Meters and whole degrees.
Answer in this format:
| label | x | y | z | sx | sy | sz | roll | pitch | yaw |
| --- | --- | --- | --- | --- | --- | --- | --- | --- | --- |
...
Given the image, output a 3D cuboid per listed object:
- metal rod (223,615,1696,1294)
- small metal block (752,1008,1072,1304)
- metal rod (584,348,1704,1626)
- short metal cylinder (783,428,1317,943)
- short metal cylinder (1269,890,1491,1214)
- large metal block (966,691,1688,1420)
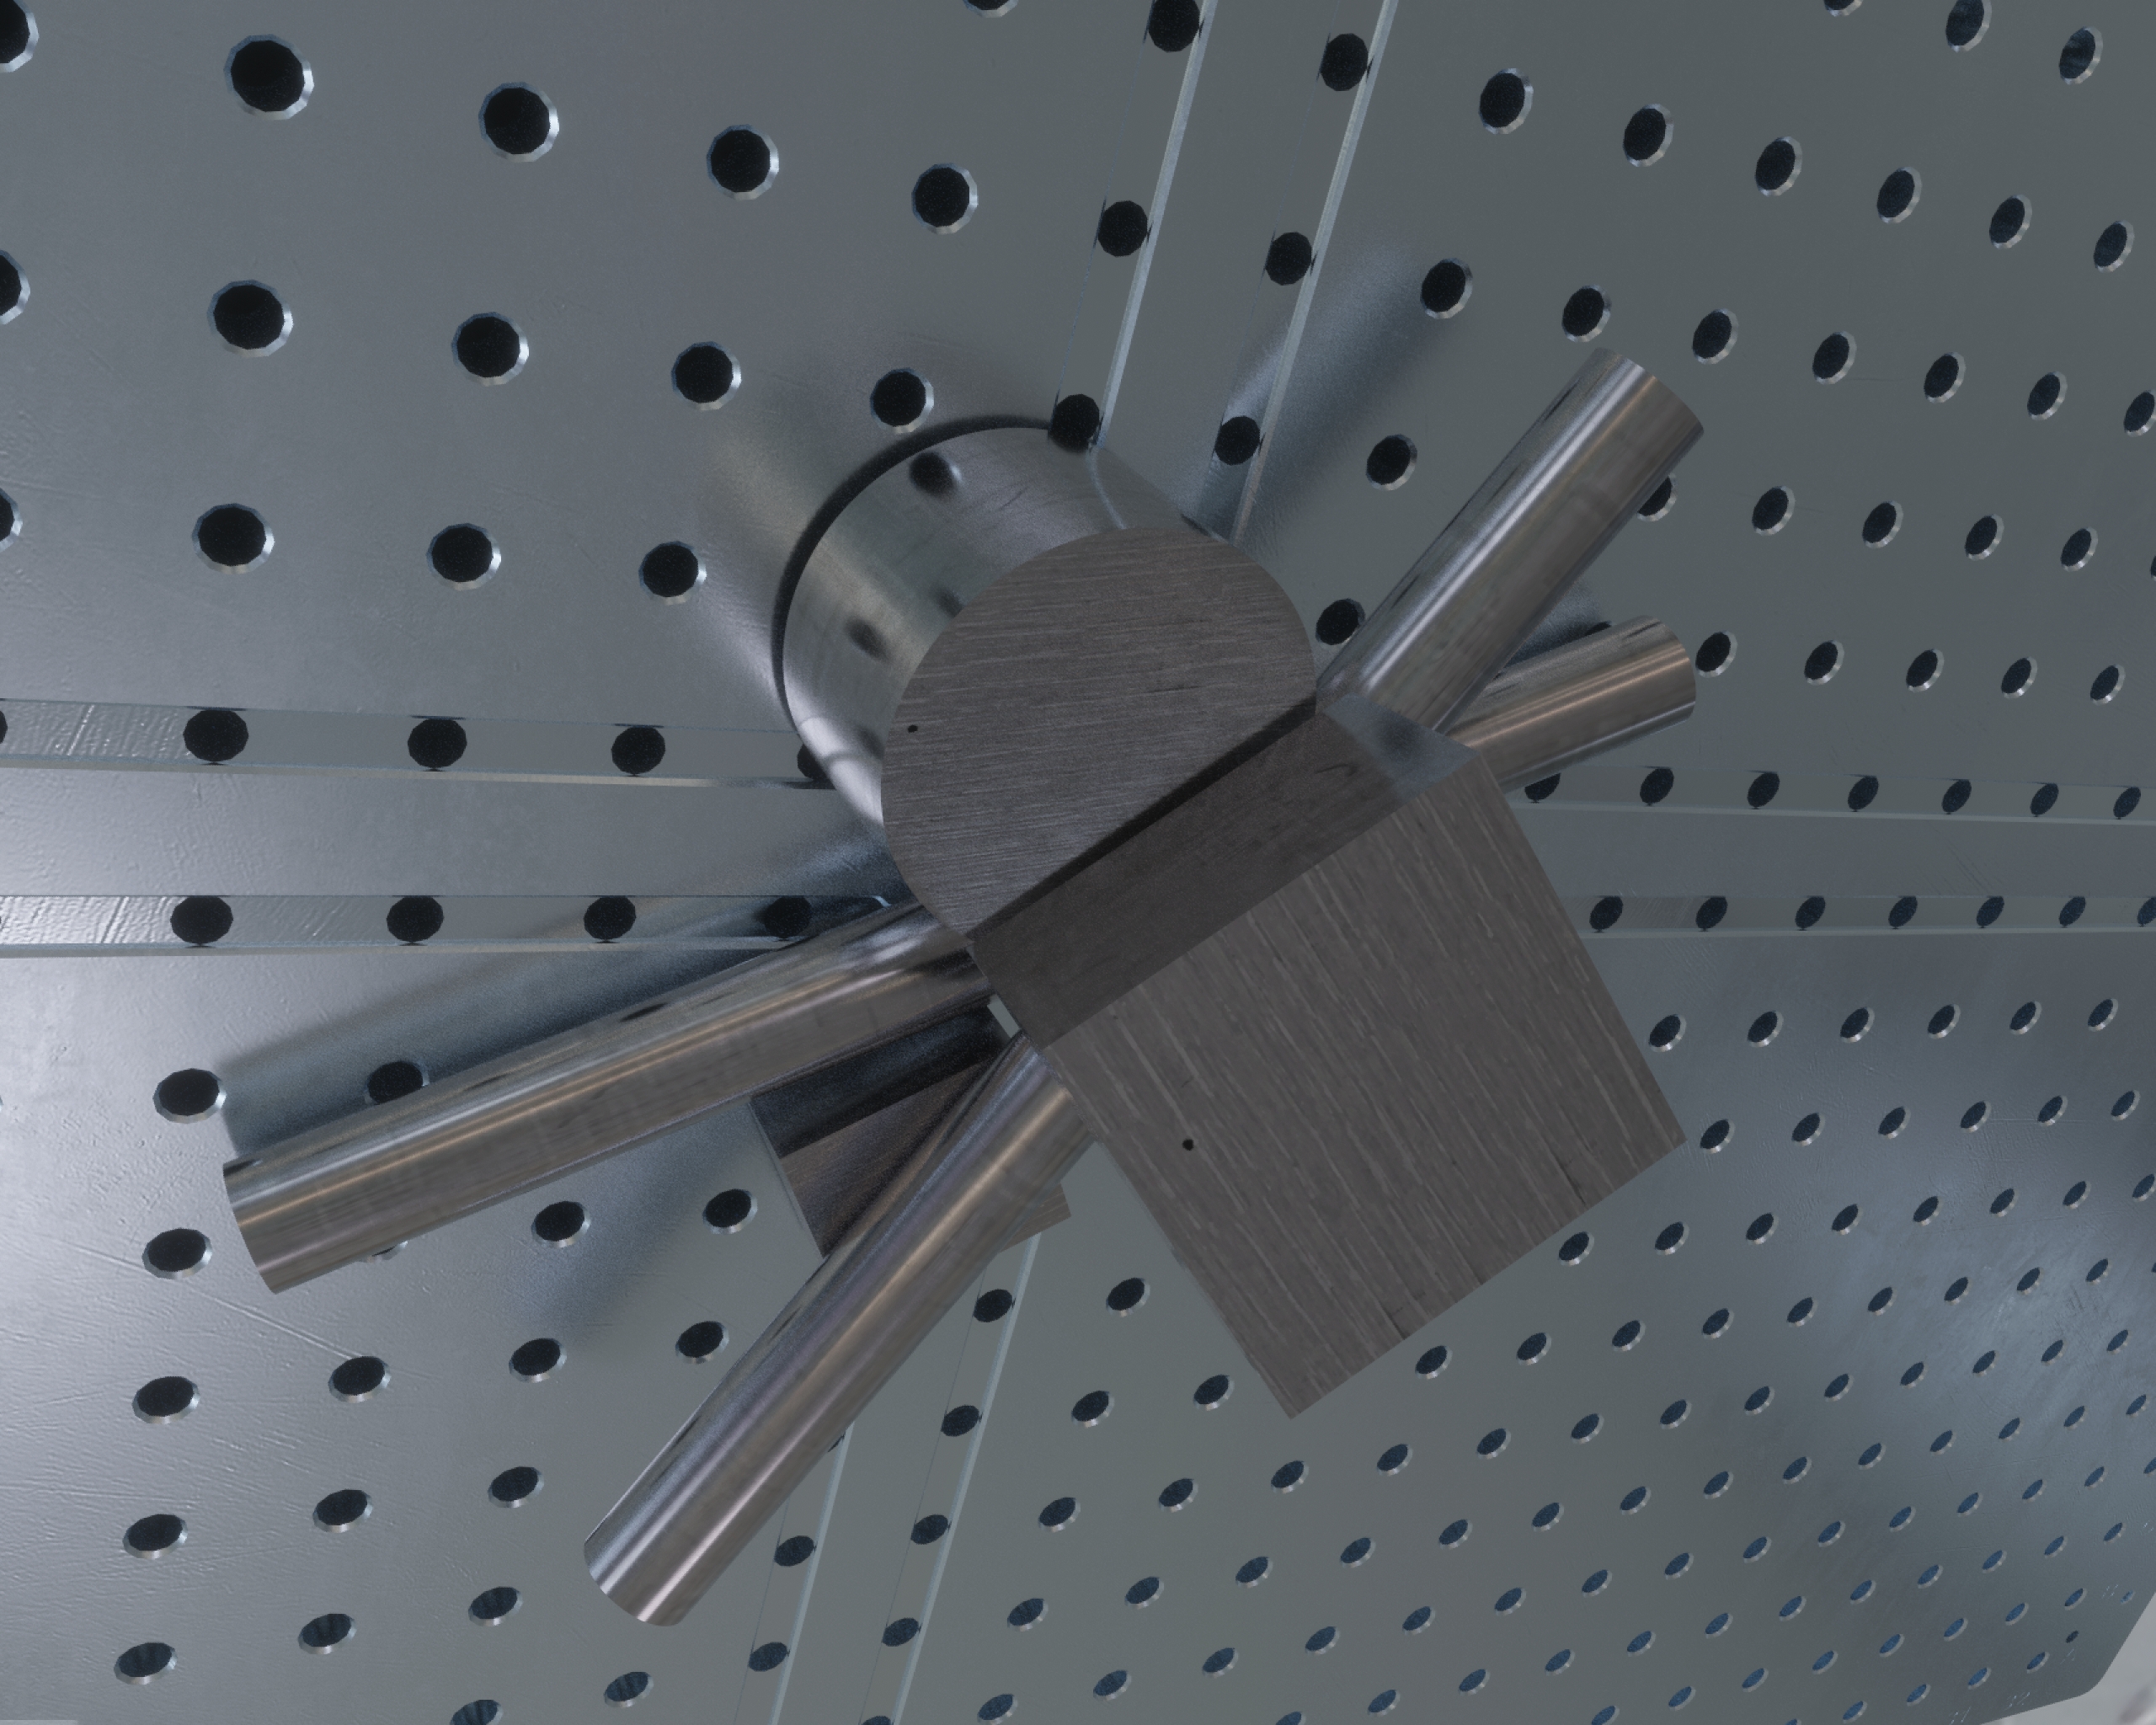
| label | x | y | z | sx | sy | sz | roll | pitch | yaw |
| --- | --- | --- | --- | --- | --- | --- | --- | --- | --- |
| metal rod | -0.010 | 0.011 | 0.408 | 0.302 | 0.025 | 0.025 | -21 | 127 | -16 |
| small metal block | -0.034 | 0.059 | 0.425 | 0.050 | 0.025 | 0.050 | -25 | 128 | -13 |
| metal rod | 0.008 | 0.028 | 0.397 | 0.299 | 0.025 | 0.025 | -50 | 129 | 7 |
| short metal cylinder | -0.006 | -0.030 | 0.369 | 0.081 | 0.050 | 0.079 | -14 | 124 | -21 |
| short metal cylinder | 0.056 | 0.047 | 0.431 | 0.050 | 0.080 | 0.080 | -37 | 129 | -3 |
| large metal block | 0.041 | 0.030 | 0.350 | 0.080 | 0.050 | 0.080 | -34 | 112 | -5 |
